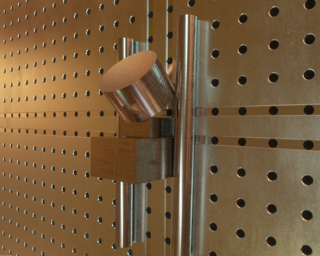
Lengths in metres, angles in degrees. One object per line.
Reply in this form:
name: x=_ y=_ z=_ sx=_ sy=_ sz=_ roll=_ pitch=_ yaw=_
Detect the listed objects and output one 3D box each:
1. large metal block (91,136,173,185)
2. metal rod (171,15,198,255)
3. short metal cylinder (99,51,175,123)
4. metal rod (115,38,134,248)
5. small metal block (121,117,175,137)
large metal block: x=-0.031 y=0.036 z=0.396 sx=0.080 sy=0.081 sz=0.050 roll=1 pitch=91 yaw=40
metal rod: x=0.030 y=0.013 z=0.384 sx=0.025 sy=0.025 sz=0.298 roll=2 pitch=92 yaw=40
short metal cylinder: x=-0.028 y=-0.052 z=0.388 sx=0.080 sy=0.050 sz=0.080 roll=-21 pitch=36 yaw=16
metal rod: x=-0.051 y=0.021 z=0.452 sx=0.025 sy=0.025 sz=0.298 roll=1 pitch=91 yaw=40
small metal block: x=-0.016 y=-0.001 z=0.406 sx=0.050 sy=0.050 sz=0.025 roll=2 pitch=92 yaw=39
